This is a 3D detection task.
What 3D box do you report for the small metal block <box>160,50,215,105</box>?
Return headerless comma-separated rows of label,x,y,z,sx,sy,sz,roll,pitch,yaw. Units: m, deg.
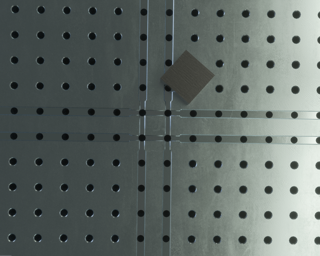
small metal block,0.036,-0.067,0.414,0.050,0.025,0.050,42,90,-1
